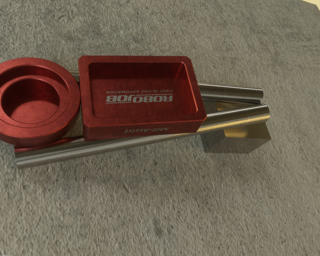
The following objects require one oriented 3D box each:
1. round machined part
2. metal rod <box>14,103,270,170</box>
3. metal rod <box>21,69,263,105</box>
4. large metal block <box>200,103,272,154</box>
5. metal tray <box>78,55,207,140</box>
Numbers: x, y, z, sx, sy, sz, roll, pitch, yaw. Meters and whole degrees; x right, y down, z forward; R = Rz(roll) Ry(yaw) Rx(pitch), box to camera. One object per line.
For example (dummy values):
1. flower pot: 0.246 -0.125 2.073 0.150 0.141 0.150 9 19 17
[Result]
1. round machined part: -0.136 -0.024 0.329 0.099 0.042 0.098 7 60 -13
2. metal rod: -0.003 0.005 0.361 0.303 0.025 0.025 -10 67 -19
3. metal rod: -0.013 -0.051 0.389 0.302 0.025 0.025 3 60 -12
4. large metal block: 0.103 -0.010 0.451 0.081 0.050 0.080 4 60 -27
5. metal tray: -0.022 -0.037 0.348 0.131 0.030 0.090 -3 63 -16
